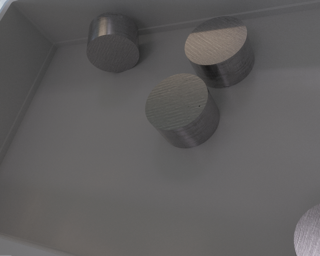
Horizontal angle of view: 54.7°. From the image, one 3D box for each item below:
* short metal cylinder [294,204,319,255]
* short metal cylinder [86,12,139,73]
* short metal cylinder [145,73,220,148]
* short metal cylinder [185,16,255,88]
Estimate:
[{"bbox_3d":[0.147,0.102,0.235,0.080,0.050,0.080,-14,38,12],"label":"short metal cylinder"},{"bbox_3d":[-0.074,-0.134,0.492,0.080,0.080,0.050,-16,55,19],"label":"short metal cylinder"},{"bbox_3d":[0.029,-0.021,0.388,0.080,0.050,0.080,-13,56,21],"label":"short metal cylinder"},{"bbox_3d":[0.079,-0.099,0.409,0.080,0.050,0.080,-13,56,21],"label":"short metal cylinder"}]
